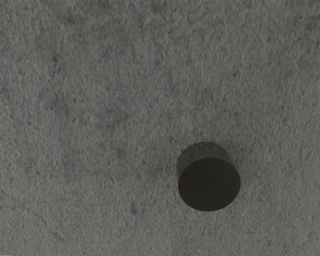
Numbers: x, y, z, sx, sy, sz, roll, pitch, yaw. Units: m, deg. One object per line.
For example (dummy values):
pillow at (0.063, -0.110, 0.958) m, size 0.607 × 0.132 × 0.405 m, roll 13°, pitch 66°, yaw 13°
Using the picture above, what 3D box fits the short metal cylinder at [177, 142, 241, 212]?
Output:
short metal cylinder at (0.063, 0.065, 0.422) m, size 0.081 × 0.050 × 0.079 m, roll 0°, pitch 110°, yaw -1°
